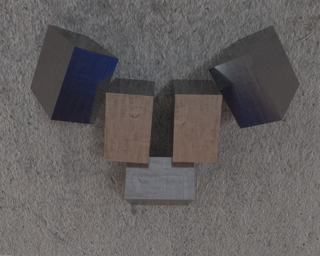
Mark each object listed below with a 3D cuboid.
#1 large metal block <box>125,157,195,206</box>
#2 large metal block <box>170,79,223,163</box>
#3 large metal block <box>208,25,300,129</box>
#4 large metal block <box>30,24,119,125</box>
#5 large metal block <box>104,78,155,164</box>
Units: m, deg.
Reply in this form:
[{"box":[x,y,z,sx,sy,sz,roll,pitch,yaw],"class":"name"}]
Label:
[{"box":[0.000,0.071,0.401,0.081,0.080,0.050,1,71,-1],"class":"large metal block"},{"box":[0.040,-0.012,0.378,0.050,0.080,0.079,1,110,-1],"class":"large metal block"},{"box":[0.111,-0.058,0.355,0.050,0.080,0.080,-15,114,45],"class":"large metal block"},{"box":[-0.100,-0.060,0.349,0.050,0.080,0.079,7,115,-42],"class":"large metal block"},{"box":[-0.035,-0.012,0.377,0.050,0.080,0.079,5,110,-2],"class":"large metal block"}]
